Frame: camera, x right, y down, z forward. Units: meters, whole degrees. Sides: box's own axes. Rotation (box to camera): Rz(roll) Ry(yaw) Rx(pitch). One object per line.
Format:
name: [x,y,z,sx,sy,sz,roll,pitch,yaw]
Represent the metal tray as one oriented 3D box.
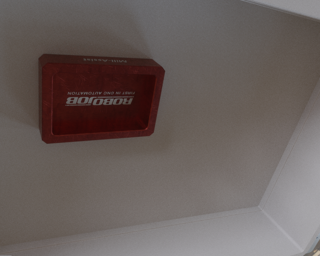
metal tray: [-0.065,-0.032,0.349,0.131,0.030,0.089,-4,120,-27]
